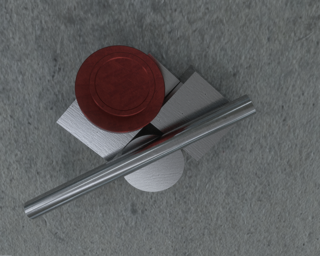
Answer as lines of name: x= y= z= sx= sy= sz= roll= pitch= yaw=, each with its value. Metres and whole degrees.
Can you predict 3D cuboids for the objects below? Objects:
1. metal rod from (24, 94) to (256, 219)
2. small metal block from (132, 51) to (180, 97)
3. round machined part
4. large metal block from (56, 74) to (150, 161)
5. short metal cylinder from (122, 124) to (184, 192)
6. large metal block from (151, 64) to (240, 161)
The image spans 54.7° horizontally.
metal rod: x=-0.031 y=0.039 z=0.371 sx=0.301 sy=0.025 sz=0.025 roll=-26 pitch=108 yaw=9
small metal block: x=-0.011 y=-0.060 z=0.388 sx=0.050 sy=0.025 sz=0.050 roll=41 pitch=105 yaw=-14
round machined part: x=-0.042 y=-0.043 z=0.338 sx=0.099 sy=0.042 sz=0.097 roll=1 pitch=84 yaw=-12
large metal block: x=-0.066 y=-0.018 z=0.389 sx=0.080 sy=0.050 sz=0.080 roll=40 pitch=105 yaw=-14
short metal cylinder: x=-0.010 y=0.037 z=0.410 sx=0.081 sy=0.050 sz=0.079 roll=0 pitch=110 yaw=-1
large metal block: x=0.043 y=-0.020 z=0.391 sx=0.080 sy=0.050 sz=0.080 roll=40 pitch=105 yaw=-14
